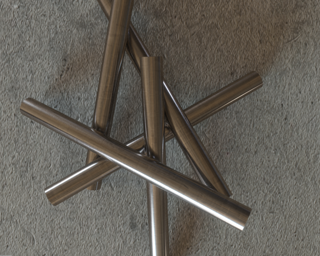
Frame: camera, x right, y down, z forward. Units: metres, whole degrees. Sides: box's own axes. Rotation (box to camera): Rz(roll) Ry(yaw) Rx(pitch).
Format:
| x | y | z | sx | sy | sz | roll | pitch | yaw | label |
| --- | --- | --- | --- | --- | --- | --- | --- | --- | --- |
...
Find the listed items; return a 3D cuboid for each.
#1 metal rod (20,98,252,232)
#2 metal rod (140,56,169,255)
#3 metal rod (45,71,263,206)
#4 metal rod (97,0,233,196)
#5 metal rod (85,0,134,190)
| x | y | z | sx | sy | sz | roll | pitch | yaw | label |
| --- | --- | --- | --- | --- | --- | --- | --- | --- | --- |
| -0.043 | 0.032 | 0.356 | 0.301 | 0.025 | 0.025 | 25 | 90 | 18 | metal rod |
| -0.004 | 0.066 | 0.376 | 0.025 | 0.025 | 0.298 | -2 | 104 | 0 | metal rod |
| -0.002 | 0.009 | 0.391 | 0.301 | 0.025 | 0.025 | -30 | 90 | -8 | metal rod |
| -0.001 | -0.047 | 0.379 | 0.025 | 0.025 | 0.299 | -29 | 78 | 0 | metal rod |
| -0.061 | -0.066 | 0.381 | 0.025 | 0.025 | 0.298 | 12 | 101 | 0 | metal rod |
